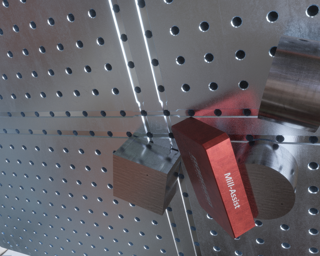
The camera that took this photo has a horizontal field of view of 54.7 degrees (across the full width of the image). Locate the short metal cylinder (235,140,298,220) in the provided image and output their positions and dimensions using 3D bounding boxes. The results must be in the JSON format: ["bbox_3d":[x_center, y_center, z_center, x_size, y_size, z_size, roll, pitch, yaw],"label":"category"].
[{"bbox_3d":[0.120,0.061,0.370,0.080,0.050,0.079,13,124,21],"label":"short metal cylinder"}]

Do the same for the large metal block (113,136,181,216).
[{"bbox_3d":[-0.020,0.068,0.448,0.080,0.050,0.079,18,126,18],"label":"large metal block"}]

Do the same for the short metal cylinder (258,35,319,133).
[{"bbox_3d":[0.126,-0.040,0.284,0.050,0.080,0.079,17,125,19],"label":"short metal cylinder"}]

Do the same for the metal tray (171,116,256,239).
[{"bbox_3d":[0.063,0.057,0.376,0.090,0.030,0.129,34,148,65],"label":"metal tray"}]
